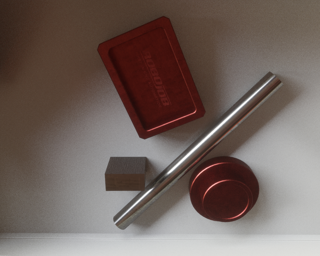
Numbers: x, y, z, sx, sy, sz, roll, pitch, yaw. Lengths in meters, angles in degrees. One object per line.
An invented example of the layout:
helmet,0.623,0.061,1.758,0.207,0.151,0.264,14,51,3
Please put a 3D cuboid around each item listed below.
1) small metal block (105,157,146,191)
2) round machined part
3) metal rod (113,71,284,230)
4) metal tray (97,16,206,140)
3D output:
small metal block,-0.045,0.061,0.420,0.050,0.050,0.025,0,110,-1
round machined part,0.092,0.093,0.438,0.099,0.042,0.097,0,110,-1
metal rod,0.043,0.039,0.426,0.025,0.025,0.299,42,104,-14
metal tray,-0.008,-0.060,0.386,0.090,0.030,0.129,-22,109,7
